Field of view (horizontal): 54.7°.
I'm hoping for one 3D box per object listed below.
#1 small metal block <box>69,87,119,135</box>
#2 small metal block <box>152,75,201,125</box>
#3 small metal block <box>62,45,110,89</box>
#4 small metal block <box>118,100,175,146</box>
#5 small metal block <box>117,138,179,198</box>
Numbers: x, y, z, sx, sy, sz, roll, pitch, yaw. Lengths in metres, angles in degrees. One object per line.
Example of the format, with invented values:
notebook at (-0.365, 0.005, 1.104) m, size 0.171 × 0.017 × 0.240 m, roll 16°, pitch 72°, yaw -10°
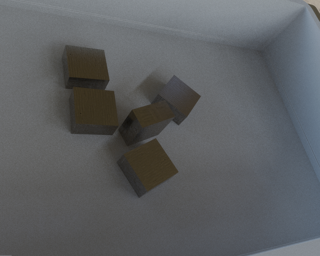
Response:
small metal block at (-0.081, -0.020, 0.375) m, size 0.050 × 0.025 × 0.050 m, roll 3°, pitch 60°, yaw -27°
small metal block at (0.024, -0.040, 0.445) m, size 0.050 × 0.025 × 0.050 m, roll 38°, pitch 51°, yaw -3°
small metal block at (-0.097, -0.077, 0.401) m, size 0.050 × 0.025 × 0.050 m, roll 0°, pitch 62°, yaw -28°
small metal block at (-0.017, -0.006, 0.385) m, size 0.050 × 0.050 × 0.025 m, roll -20°, pitch 73°, yaw -36°
small metal block at (-0.015, 0.047, 0.370) m, size 0.050 × 0.025 × 0.050 m, roll -26°, pitch 76°, yaw -37°
